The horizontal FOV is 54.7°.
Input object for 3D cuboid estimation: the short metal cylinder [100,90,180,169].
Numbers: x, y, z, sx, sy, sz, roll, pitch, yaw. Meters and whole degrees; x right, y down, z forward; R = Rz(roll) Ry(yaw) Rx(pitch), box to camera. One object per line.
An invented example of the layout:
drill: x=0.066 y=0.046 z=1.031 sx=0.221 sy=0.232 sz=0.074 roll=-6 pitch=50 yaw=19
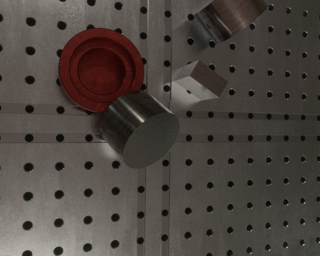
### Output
short metal cylinder: x=-0.023 y=0.002 z=0.370 sx=0.081 sy=0.050 sz=0.079 roll=-28 pitch=141 yaw=-25

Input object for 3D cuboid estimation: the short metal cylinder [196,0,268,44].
short metal cylinder: x=0.096 y=-0.160 z=0.420 sx=0.080 sy=0.080 sz=0.050 roll=-43 pitch=104 yaw=-15

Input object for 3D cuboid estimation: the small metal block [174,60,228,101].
small metal block: x=0.055 y=-0.063 z=0.421 sx=0.050 sy=0.050 sz=0.025 roll=33 pitch=79 yaw=-18

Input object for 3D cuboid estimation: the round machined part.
round machined part: x=-0.073 y=-0.067 z=0.377 sx=0.099 sy=0.042 sz=0.097 roll=0 pitch=90 yaw=-21
